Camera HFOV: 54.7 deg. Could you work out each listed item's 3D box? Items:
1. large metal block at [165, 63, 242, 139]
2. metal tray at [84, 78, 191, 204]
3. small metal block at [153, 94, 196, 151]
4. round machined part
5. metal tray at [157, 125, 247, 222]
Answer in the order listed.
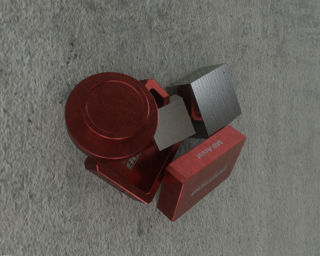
[{"bbox_3d":[0.064,-0.039,0.444,0.081,0.050,0.080,-34,111,-35],"label":"large metal block"},{"bbox_3d":[-0.021,0.015,0.384,0.090,0.030,0.130,42,64,-32],"label":"metal tray"},{"bbox_3d":[0.010,-0.007,0.385,0.050,0.025,0.050,-26,111,-8],"label":"small metal block"},{"bbox_3d":[-0.049,-0.016,0.327,0.099,0.042,0.098,4,72,-14],"label":"round machined part"},{"bbox_3d":[0.057,0.060,0.421,0.131,0.030,0.089,-29,144,-36],"label":"metal tray"}]
